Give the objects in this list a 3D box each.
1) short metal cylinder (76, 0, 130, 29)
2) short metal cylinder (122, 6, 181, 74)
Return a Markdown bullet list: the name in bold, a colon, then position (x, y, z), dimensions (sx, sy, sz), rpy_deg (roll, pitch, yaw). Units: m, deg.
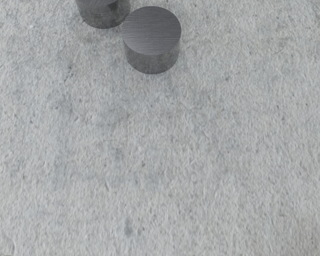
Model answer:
- **short metal cylinder**: position (-0.087, -0.198, 0.466), dimensions (0.081, 0.050, 0.080), rpy_deg (0, 70, 0)
- **short metal cylinder**: position (-0.012, -0.124, 0.440), dimensions (0.081, 0.050, 0.080), rpy_deg (0, 70, 0)
